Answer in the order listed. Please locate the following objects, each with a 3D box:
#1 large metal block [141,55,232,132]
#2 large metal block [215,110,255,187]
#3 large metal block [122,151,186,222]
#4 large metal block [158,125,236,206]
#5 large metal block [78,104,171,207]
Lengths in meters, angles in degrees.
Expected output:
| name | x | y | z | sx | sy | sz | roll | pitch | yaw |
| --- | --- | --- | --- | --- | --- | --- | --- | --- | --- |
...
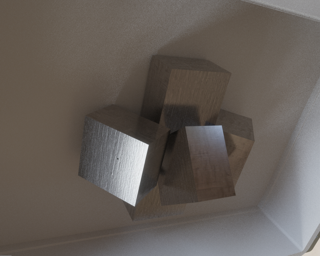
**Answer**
| name | x | y | z | sx | sy | sz | roll | pitch | yaw |
| --- | --- | --- | --- | --- | --- | --- | --- | --- | --- |
| large metal block | 0.029 | -0.040 | 0.379 | 0.081 | 0.050 | 0.079 | -2 | 119 | -28 |
| large metal block | 0.090 | 0.028 | 0.429 | 0.050 | 0.080 | 0.079 | 18 | 115 | 6 |
| large metal block | -0.002 | 0.079 | 0.439 | 0.081 | 0.050 | 0.079 | 1 | 118 | -29 |
| large metal block | 0.036 | 0.046 | 0.368 | 0.050 | 0.080 | 0.080 | -1 | 75 | -29 |
| large metal block | -0.042 | 0.029 | 0.356 | 0.050 | 0.080 | 0.079 | -33 | 142 | -56 |
